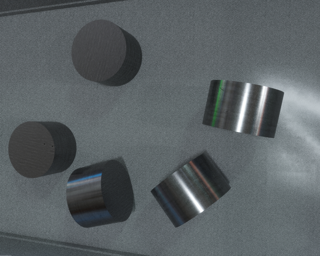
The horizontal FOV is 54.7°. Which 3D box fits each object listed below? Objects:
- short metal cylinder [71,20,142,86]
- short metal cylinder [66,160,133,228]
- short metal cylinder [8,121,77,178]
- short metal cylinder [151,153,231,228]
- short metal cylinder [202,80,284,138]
[{"bbox_3d":[-0.071,-0.100,0.421,0.080,0.050,0.079,0,90,19],"label":"short metal cylinder"},{"bbox_3d":[-0.076,0.086,0.407,0.050,0.080,0.080,-16,85,19],"label":"short metal cylinder"},{"bbox_3d":[-0.172,0.030,0.456,0.080,0.050,0.079,0,90,19],"label":"short metal cylinder"},{"bbox_3d":[0.036,0.073,0.368,0.080,0.080,0.050,-39,78,15],"label":"short metal cylinder"},{"bbox_3d":[0.092,-0.021,0.349,0.080,0.080,0.050,12,94,19],"label":"short metal cylinder"}]
